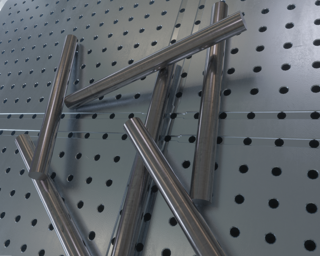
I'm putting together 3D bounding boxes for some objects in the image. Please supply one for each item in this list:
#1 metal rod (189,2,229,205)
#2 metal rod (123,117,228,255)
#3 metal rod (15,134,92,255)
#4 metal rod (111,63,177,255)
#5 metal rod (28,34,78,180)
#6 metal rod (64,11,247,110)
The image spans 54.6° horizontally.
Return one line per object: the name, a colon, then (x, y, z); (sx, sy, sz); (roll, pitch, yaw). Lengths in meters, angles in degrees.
metal rod: (0.068, -0.051, 0.404); (0.025, 0.025, 0.300); (-4, 60, 26)
metal rod: (0.035, 0.099, 0.311); (0.025, 0.025, 0.300); (-36, 57, 4)
metal rod: (-0.146, 0.102, 0.423); (0.025, 0.025, 0.300); (-44, 51, -2)
metal rod: (-0.016, 0.028, 0.400); (0.025, 0.025, 0.300); (-2, 61, 27)
metal rod: (-0.171, -0.053, 0.517); (0.025, 0.025, 0.300); (-16, 50, 19)
metal rod: (-0.024, -0.086, 0.446); (0.300, 0.025, 0.025); (-20, 54, 27)
